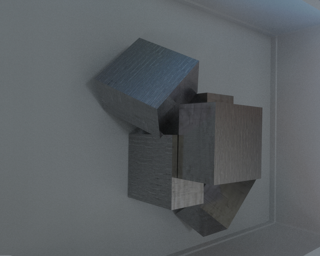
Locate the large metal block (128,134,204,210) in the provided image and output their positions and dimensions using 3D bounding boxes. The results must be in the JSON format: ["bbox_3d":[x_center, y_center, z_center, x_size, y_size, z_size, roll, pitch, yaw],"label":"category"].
[{"bbox_3d":[0.006,0.047,0.374,0.050,0.080,0.080,1,89,-40],"label":"large metal block"}]

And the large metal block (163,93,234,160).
[{"bbox_3d":[0.048,-0.001,0.407,0.050,0.080,0.080,1,89,-40],"label":"large metal block"}]

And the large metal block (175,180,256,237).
[{"bbox_3d":[0.074,0.094,0.421,0.050,0.080,0.080,38,61,5],"label":"large metal block"}]

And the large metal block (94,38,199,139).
[{"bbox_3d":[-0.012,-0.047,0.349,0.080,0.080,0.050,-51,155,-28],"label":"large metal block"}]

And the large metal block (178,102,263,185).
[{"bbox_3d":[0.067,0.016,0.340,0.081,0.050,0.080,2,89,-40],"label":"large metal block"}]
